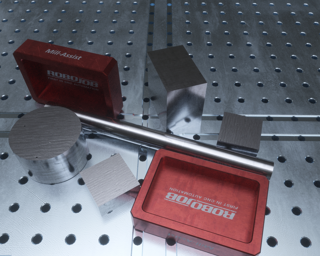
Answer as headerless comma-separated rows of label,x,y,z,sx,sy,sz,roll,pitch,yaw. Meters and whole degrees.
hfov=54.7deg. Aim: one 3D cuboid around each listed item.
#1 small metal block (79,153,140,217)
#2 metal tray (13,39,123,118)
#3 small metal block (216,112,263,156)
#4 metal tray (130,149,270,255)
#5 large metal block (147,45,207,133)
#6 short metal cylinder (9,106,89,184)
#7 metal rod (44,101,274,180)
small metal block,-0.057,0.064,0.354,0.050,0.025,0.050,-26,55,-20
metal tray,-0.119,-0.062,0.415,0.131,0.090,0.030,14,52,12
small metal block,0.102,0.010,0.399,0.050,0.025,0.050,13,51,11
metal tray,0.045,0.080,0.336,0.131,0.030,0.090,14,52,11
large metal block,0.020,-0.051,0.417,0.050,0.080,0.080,-14,52,-12
short metal cylinder,-0.131,0.020,0.373,0.080,0.050,0.080,0,50,0
metal rod,-0.012,0.013,0.396,0.301,0.025,0.025,15,52,12
